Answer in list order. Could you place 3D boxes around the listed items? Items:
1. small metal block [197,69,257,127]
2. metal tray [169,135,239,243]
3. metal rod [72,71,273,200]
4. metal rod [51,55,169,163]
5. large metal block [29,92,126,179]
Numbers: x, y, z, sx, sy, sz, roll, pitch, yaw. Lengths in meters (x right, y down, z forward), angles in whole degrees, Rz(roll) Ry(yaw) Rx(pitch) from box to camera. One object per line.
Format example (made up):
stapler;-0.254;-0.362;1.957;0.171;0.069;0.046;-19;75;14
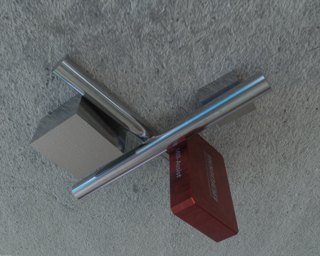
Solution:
small metal block;0.082;-0.035;0.380;0.050;0.025;0.050;-28;125;21
metal tray;0.053;0.066;0.396;0.030;0.130;0.090;-35;122;26
metal rod;-0.002;0.021;0.393;0.300;0.025;0.025;-32;124;23
metal rod;-0.013;0.012;0.419;0.025;0.025;0.301;-35;123;25
large metal block;-0.101;0.010;0.398;0.080;0.050;0.080;-30;125;22
